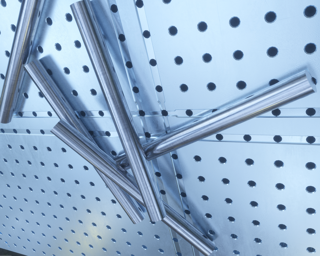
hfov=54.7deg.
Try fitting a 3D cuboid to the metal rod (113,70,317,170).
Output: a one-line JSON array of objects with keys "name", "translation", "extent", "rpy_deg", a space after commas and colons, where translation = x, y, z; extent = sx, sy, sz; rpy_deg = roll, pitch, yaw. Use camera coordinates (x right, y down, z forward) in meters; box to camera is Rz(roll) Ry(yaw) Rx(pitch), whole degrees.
[{"name": "metal rod", "translation": [0.040, 0.006, 0.392], "extent": [0.299, 0.025, 0.025], "rpy_deg": [-26, 105, 36]}]

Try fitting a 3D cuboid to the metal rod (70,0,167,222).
[{"name": "metal rod", "translation": [-0.049, -0.011, 0.404], "extent": [0.025, 0.025, 0.298], "rpy_deg": [-10, 107, 32]}]

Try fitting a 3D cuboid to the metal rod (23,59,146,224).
[{"name": "metal rod", "translation": [-0.111, 0.030, 0.485], "extent": [0.025, 0.025, 0.299], "rpy_deg": [-21, 108, 35]}]

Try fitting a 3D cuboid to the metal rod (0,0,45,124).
[{"name": "metal rod", "translation": [-0.201, -0.109, 0.446], "extent": [0.025, 0.025, 0.298], "rpy_deg": [39, 129, 1]}]

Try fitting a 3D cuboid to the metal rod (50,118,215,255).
[{"name": "metal rod", "translation": [-0.033, 0.093, 0.458], "extent": [0.300, 0.025, 0.025], "rpy_deg": [41, 129, -11]}]
